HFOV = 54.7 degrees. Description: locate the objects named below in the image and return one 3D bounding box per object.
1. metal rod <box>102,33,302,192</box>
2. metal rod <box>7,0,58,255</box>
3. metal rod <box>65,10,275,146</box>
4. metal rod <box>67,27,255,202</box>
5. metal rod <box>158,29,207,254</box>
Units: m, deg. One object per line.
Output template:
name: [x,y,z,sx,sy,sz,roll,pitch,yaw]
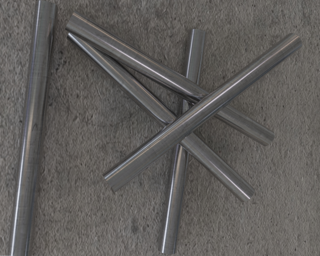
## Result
metal rod: [0.061,-0.027,0.376,0.301,0.025,0.025,-37,102,-13]
metal rod: [-0.146,0.006,0.355,0.025,0.025,0.298,6,88,-20]
metal rod: [0.027,-0.052,0.390,0.301,0.025,0.025,28,81,-19]
metal rod: [0.006,-0.014,0.389,0.300,0.025,0.025,43,76,-7]
metal rod: [0.031,0.016,0.420,0.025,0.025,0.298,9,87,-20]
